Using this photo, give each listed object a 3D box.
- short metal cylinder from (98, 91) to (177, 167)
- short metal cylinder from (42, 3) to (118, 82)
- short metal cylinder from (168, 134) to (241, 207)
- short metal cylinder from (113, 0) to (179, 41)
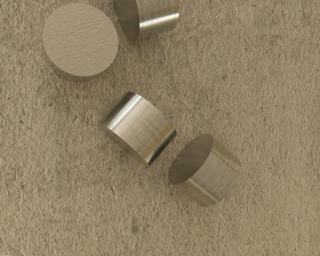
[{"bbox_3d":[-0.027,0.002,0.370,0.080,0.080,0.050,44,76,-15],"label":"short metal cylinder"},{"bbox_3d":[-0.094,-0.096,0.361,0.081,0.050,0.080,0,90,-20],"label":"short metal cylinder"},{"bbox_3d":[0.057,0.054,0.401,0.050,0.080,0.080,40,77,-16],"label":"short metal cylinder"},{"bbox_3d":[-0.019,-0.151,0.372,0.050,0.080,0.080,-22,98,-19],"label":"short metal cylinder"}]
